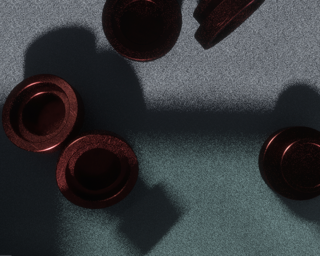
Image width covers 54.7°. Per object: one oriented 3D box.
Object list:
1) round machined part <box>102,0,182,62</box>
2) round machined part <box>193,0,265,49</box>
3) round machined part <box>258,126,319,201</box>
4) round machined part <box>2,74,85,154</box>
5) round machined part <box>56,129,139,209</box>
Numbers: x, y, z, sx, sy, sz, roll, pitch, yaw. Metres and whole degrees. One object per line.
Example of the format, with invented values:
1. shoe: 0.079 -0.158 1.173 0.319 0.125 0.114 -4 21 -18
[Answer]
1. round machined part: -0.022 -0.134 0.400 0.099 0.042 0.097 0 95 -2
2. round machined part: 0.079 -0.144 0.375 0.098 0.098 0.042 -39 89 0
3. round machined part: 0.184 0.046 0.404 0.099 0.042 0.097 0 90 0
4. round machined part: -0.143 -0.015 0.394 0.098 0.042 0.098 -2 78 7
5. round machined part: -0.079 0.048 0.392 0.099 0.042 0.097 -4 106 -15
